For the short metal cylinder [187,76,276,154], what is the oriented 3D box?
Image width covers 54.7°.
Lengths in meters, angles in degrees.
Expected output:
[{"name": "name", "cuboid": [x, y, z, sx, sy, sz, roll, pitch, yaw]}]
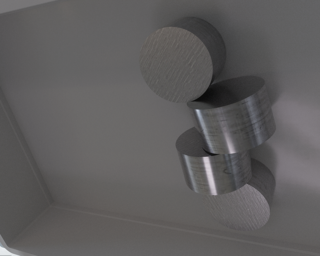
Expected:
[{"name": "short metal cylinder", "cuboid": [0.074, -0.015, 0.324, 0.080, 0.080, 0.050, -8, 114, 32]}]

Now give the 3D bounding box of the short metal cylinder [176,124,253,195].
[{"name": "short metal cylinder", "cuboid": [0.063, 0.033, 0.360, 0.080, 0.080, 0.050, -2, 118, 29]}]

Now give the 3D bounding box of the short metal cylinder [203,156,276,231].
[{"name": "short metal cylinder", "cuboid": [0.100, 0.082, 0.390, 0.080, 0.050, 0.079, 13, 124, 21]}]

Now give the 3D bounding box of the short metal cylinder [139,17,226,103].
[{"name": "short metal cylinder", "cuboid": [0.025, -0.074, 0.333, 0.080, 0.050, 0.079, 13, 124, 21]}]
